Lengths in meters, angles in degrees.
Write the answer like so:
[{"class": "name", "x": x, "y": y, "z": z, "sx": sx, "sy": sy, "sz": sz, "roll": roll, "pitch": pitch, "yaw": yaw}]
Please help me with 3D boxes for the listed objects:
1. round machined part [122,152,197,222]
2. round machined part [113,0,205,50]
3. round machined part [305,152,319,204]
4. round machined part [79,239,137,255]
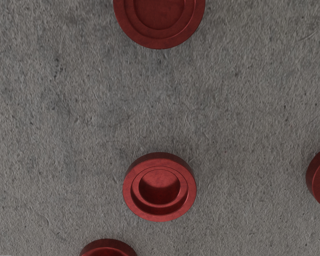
[{"class": "round machined part", "x": -0.001, "y": 0.077, "z": 0.429, "sx": 0.099, "sy": 0.042, "sz": 0.097, "roll": 0, "pitch": 110, "yaw": 0}, {"class": "round machined part", "x": -0.001, "y": -0.140, "z": 0.349, "sx": 0.099, "sy": 0.042, "sz": 0.097, "roll": 0, "pitch": 110, "yaw": 0}, {"class": "round machined part", "x": 0.249, "y": 0.062, "z": 0.426, "sx": 0.099, "sy": 0.042, "sz": 0.097, "roll": 0, "pitch": 110, "yaw": 0}, {"class": "round machined part", "x": -0.083, "y": 0.226, "z": 0.483, "sx": 0.099, "sy": 0.042, "sz": 0.097, "roll": 0, "pitch": 110, "yaw": 0}]
